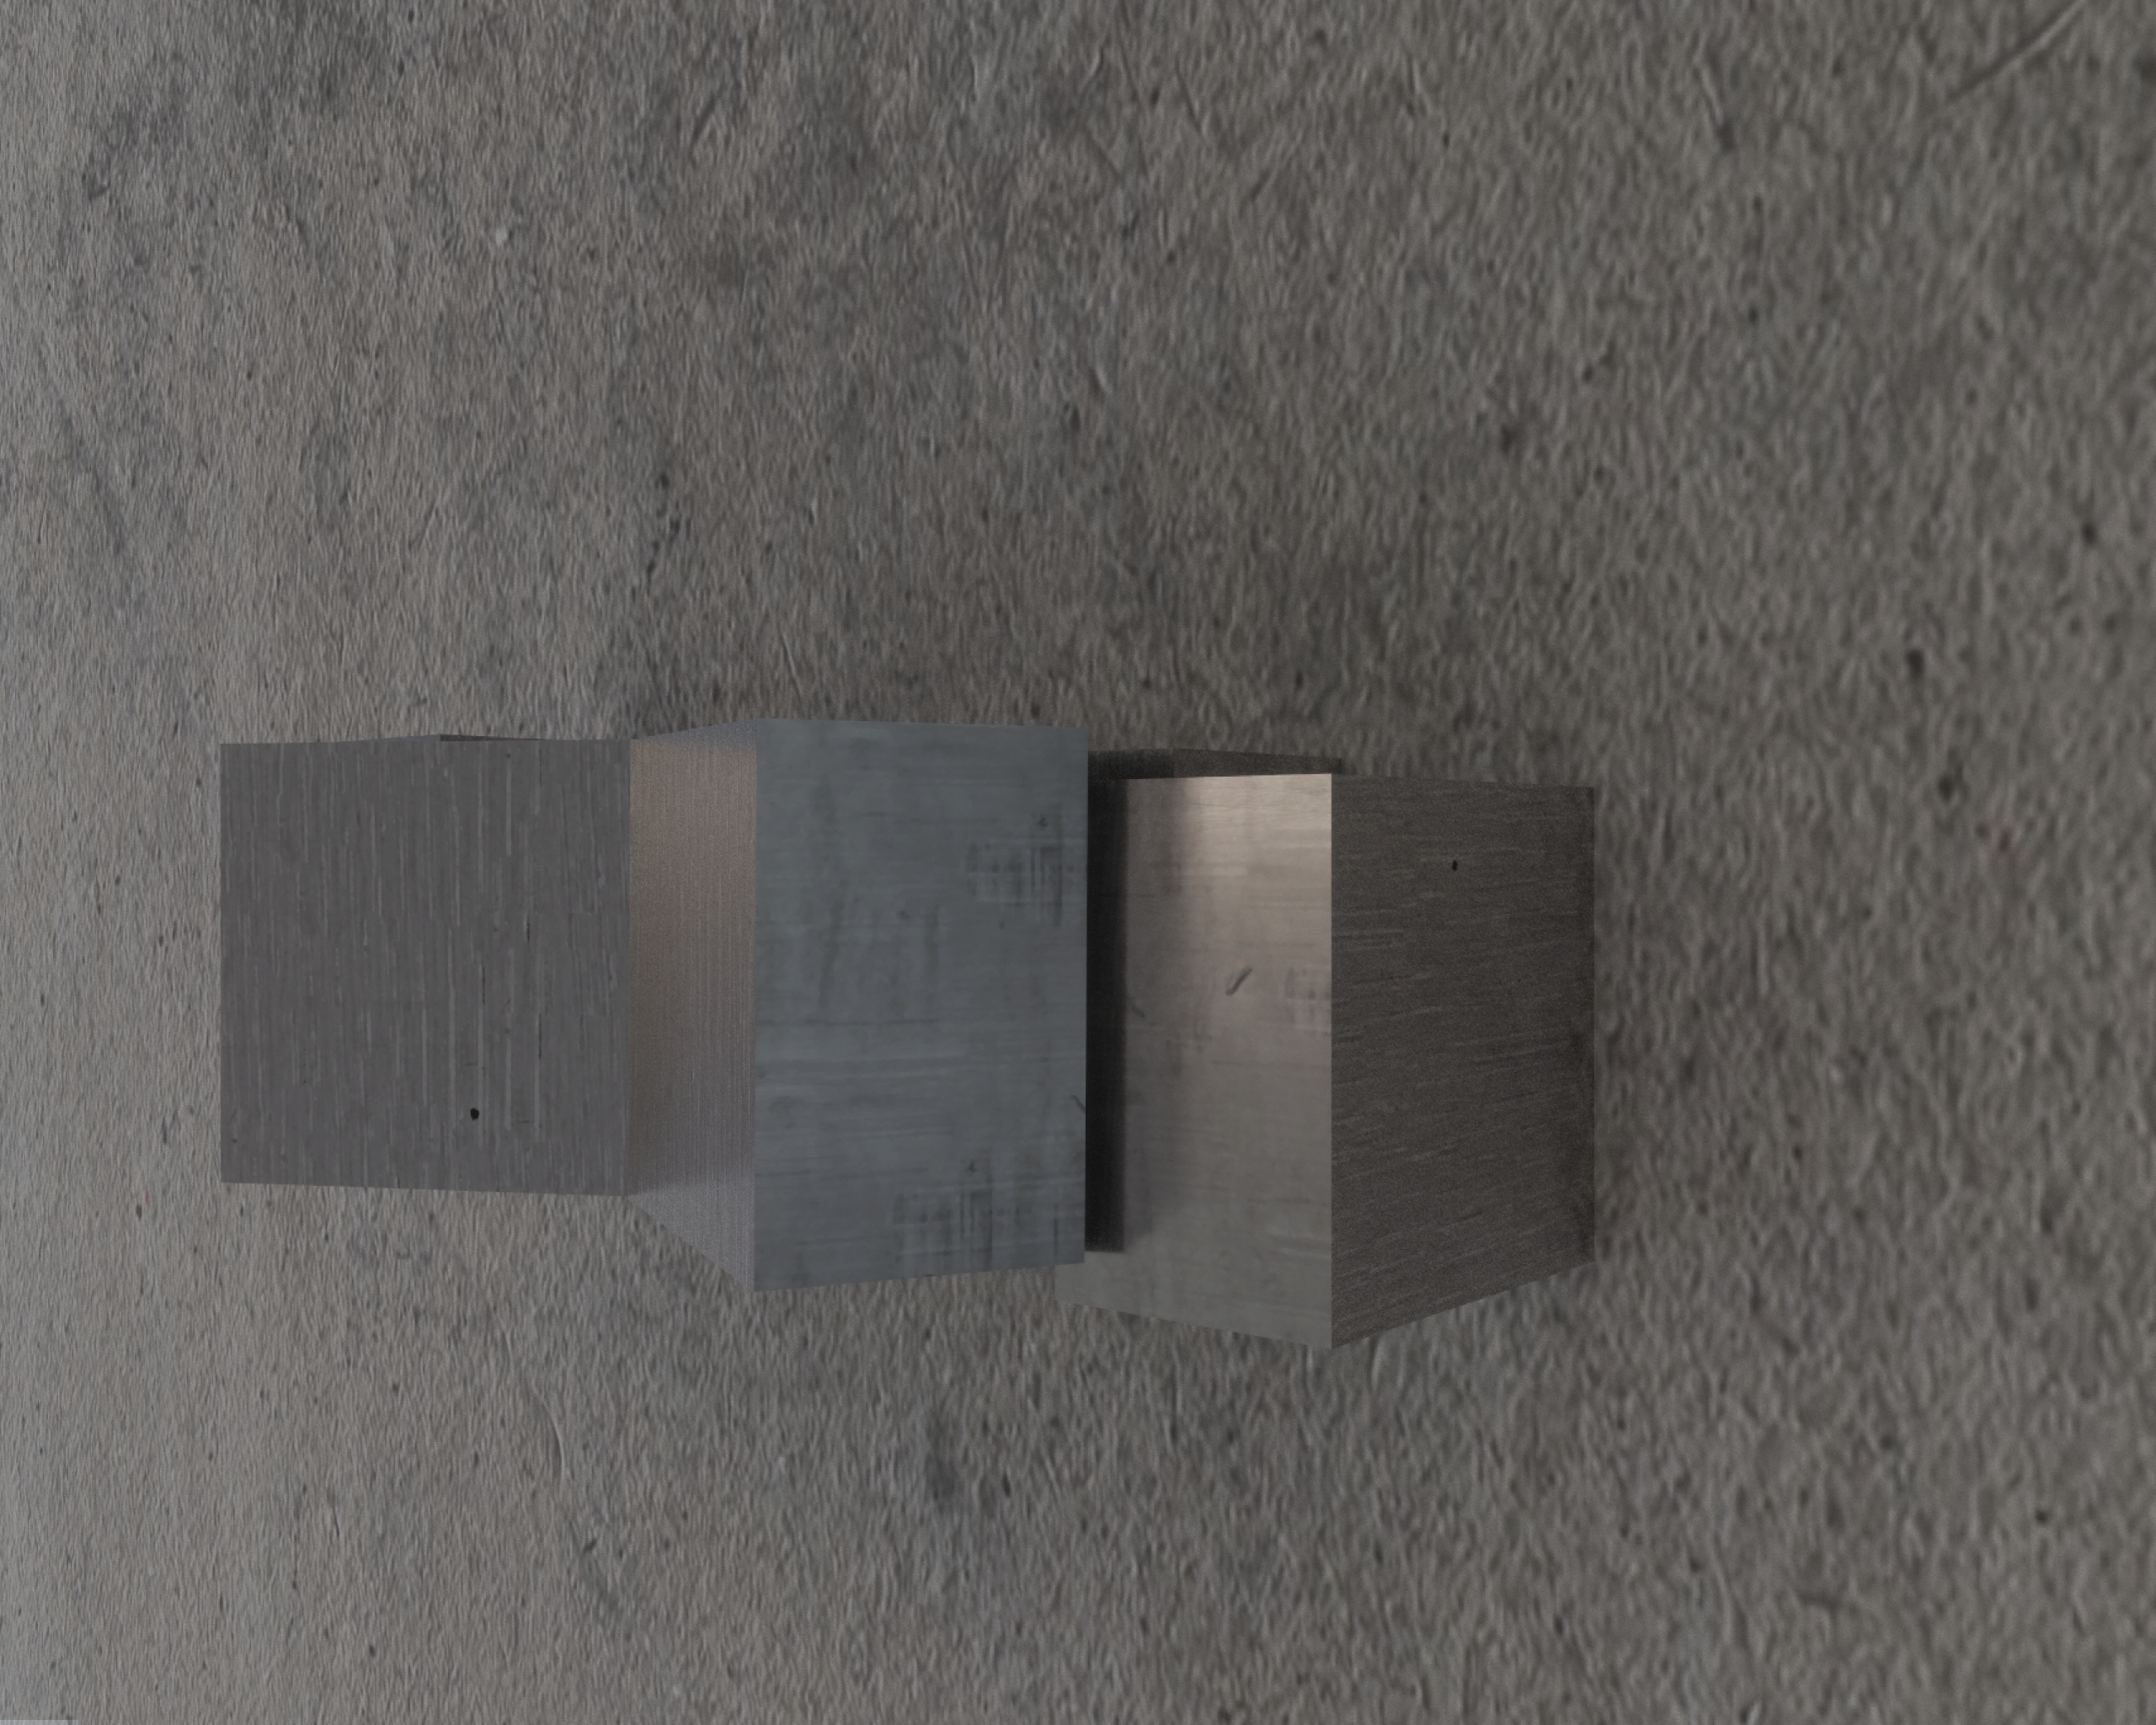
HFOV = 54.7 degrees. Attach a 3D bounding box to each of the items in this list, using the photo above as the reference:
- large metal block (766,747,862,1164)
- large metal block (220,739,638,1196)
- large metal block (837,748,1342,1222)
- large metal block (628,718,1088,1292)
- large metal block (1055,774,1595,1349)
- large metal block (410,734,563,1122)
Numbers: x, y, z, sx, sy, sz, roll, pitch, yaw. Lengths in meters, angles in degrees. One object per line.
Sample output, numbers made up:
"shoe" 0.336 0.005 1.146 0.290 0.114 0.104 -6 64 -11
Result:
"large metal block" -0.061 0.017 0.439 0.080 0.050 0.080 0 90 40
"large metal block" -0.111 0.018 0.394 0.080 0.050 0.080 0 90 11
"large metal block" 0.001 0.020 0.388 0.080 0.050 0.080 0 90 40
"large metal block" -0.038 0.019 0.335 0.080 0.050 0.080 -178 88 -65
"large metal block" 0.042 0.027 0.335 0.050 0.081 0.080 0 90 40
"large metal block" -0.123 0.014 0.470 0.050 0.081 0.080 0 90 40
